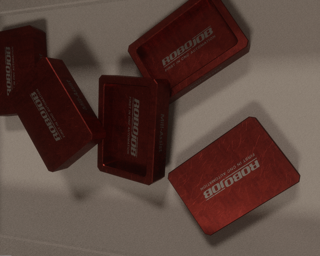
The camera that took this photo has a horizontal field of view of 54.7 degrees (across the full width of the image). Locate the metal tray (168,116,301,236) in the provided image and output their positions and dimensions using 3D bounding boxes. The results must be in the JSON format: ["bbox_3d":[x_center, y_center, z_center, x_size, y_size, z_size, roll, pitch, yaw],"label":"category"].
[{"bbox_3d":[0.087,0.058,0.377,0.130,0.030,0.090,-37,78,15],"label":"metal tray"}]

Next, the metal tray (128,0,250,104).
[{"bbox_3d":[0.035,-0.101,0.394,0.130,0.030,0.090,-33,80,16],"label":"metal tray"}]

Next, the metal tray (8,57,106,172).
[{"bbox_3d":[-0.141,-0.018,0.418,0.090,0.030,0.130,-37,79,23],"label":"metal tray"}]

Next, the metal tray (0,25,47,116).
[{"bbox_3d":[-0.222,-0.086,0.484,0.090,0.030,0.129,-4,89,19],"label":"metal tray"}]

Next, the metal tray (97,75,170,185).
[{"bbox_3d":[-0.036,-0.001,0.399,0.090,0.030,0.129,10,103,31],"label":"metal tray"}]
